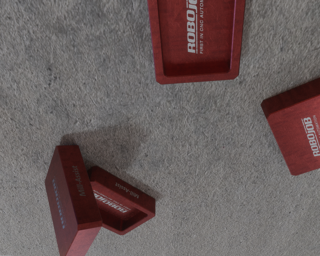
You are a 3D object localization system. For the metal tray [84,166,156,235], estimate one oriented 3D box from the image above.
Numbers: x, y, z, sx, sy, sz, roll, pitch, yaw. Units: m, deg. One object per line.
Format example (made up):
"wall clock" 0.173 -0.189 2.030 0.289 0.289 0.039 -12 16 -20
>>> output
"metal tray" -0.083 0.123 0.507 0.130 0.030 0.090 36 121 -27

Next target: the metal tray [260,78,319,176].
"metal tray" 0.198 0.002 0.408 0.090 0.030 0.130 -23 127 18

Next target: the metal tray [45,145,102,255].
"metal tray" -0.122 0.098 0.420 0.030 0.130 0.089 1 135 -34

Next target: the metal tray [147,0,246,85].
"metal tray" 0.036 -0.109 0.311 0.091 0.030 0.129 -4 130 3
